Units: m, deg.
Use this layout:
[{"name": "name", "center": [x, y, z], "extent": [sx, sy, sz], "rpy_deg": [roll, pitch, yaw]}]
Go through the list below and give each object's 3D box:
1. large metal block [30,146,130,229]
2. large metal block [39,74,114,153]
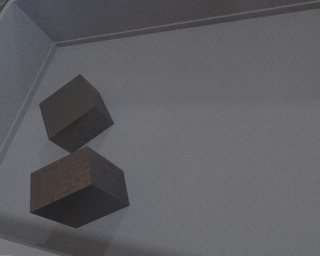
[{"name": "large metal block", "center": [-0.095, 0.075, 0.375], "extent": [0.080, 0.080, 0.050], "rpy_deg": [-26, 53, 12]}, {"name": "large metal block", "center": [-0.128, -0.022, 0.470], "extent": [0.080, 0.050, 0.080], "rpy_deg": [-35, 51, 5]}]
